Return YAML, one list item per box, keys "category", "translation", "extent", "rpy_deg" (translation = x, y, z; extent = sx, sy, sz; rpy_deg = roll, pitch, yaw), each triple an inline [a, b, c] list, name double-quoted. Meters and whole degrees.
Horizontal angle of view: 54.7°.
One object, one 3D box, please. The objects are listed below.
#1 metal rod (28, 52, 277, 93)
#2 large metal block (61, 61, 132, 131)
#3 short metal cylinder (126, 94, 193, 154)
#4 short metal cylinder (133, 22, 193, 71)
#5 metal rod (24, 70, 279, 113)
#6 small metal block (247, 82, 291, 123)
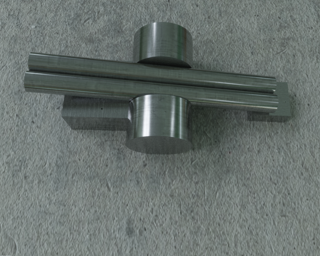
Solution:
- category: "metal rod"
  translation: [-0.003, -0.066, 0.386]
  extent: [0.302, 0.025, 0.025]
  rpy_deg: [4, 70, -7]
- category: "large metal block"
  translation: [-0.078, -0.042, 0.411]
  extent: [0.080, 0.050, 0.080]
  rpy_deg: [2, 70, 0]
- category: "short metal cylinder"
  translation: [0.000, -0.002, 0.381]
  extent: [0.080, 0.080, 0.050]
  rpy_deg: [1, 70, 0]
- category: "short metal cylinder"
  translation: [0.004, -0.095, 0.415]
  extent: [0.080, 0.080, 0.050]
  rpy_deg: [1, 70, 0]
- category: "metal rod"
  translation: [-0.004, -0.043, 0.377]
  extent: [0.302, 0.025, 0.025]
  rpy_deg: [4, 70, -7]
- category: "small metal block"
  translation: [0.147, -0.036, 0.424]
  extent: [0.050, 0.025, 0.050]
  rpy_deg: [3, 70, 1]
